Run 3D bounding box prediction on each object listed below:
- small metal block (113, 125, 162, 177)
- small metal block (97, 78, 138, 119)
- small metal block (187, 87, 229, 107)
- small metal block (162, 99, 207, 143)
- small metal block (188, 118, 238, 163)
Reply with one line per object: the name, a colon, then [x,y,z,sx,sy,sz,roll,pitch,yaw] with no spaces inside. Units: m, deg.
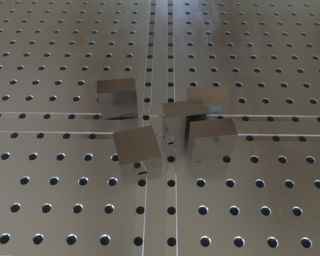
small metal block: [-0.028,0.028,0.384,0.050,0.025,0.050,-12,51,-10]
small metal block: [-0.057,-0.040,0.425,0.050,0.050,0.025,-6,50,-5]
small metal block: [0.064,-0.041,0.424,0.050,0.050,0.025,0,92,0]
small metal block: [0.030,-0.008,0.399,0.050,0.050,0.025,-7,51,-5]
small metal block: [0.062,0.016,0.379,0.050,0.050,0.025,-6,50,-5]
